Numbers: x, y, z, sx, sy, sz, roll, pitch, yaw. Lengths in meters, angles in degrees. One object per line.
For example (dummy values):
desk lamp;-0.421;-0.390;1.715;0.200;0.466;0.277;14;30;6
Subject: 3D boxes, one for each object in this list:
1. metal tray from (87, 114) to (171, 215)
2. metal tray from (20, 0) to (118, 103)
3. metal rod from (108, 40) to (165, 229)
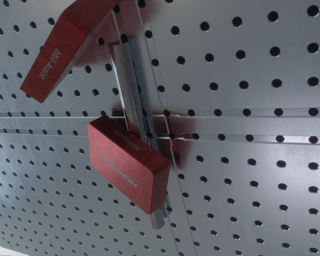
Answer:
metal tray;-0.047;0.050;0.433;0.130;0.030;0.089;34;137;28
metal tray;-0.107;-0.096;0.363;0.030;0.090;0.129;37;131;-16
metal rod;-0.027;0.027;0.442;0.025;0.025;0.298;5;121;26
